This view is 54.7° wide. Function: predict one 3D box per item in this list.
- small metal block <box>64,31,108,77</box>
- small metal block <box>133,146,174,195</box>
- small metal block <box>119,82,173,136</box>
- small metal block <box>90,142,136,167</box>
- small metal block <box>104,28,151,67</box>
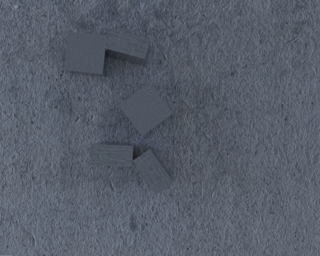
[{"bbox_3d":[-0.096,-0.096,0.409,0.050,0.025,0.050,6,90,0],"label":"small metal block"},{"bbox_3d":[-0.008,0.052,0.397,0.025,0.050,0.050,-35,90,0],"label":"small metal block"},{"bbox_3d":[-0.018,-0.024,0.410,0.050,0.025,0.050,-37,90,0],"label":"small metal block"},{"bbox_3d":[-0.058,0.033,0.397,0.050,0.050,0.025,2,90,0],"label":"small metal block"},{"bbox_3d":[-0.039,-0.102,0.397,0.050,0.050,0.025,15,90,0],"label":"small metal block"}]
